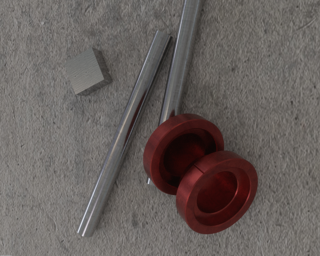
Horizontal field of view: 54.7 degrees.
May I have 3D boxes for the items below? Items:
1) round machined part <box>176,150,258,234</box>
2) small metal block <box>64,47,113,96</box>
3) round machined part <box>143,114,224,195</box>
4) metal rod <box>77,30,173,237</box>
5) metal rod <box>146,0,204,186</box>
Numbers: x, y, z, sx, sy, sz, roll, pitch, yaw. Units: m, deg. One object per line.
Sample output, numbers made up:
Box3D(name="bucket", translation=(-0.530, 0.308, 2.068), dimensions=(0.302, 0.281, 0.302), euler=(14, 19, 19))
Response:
Box3D(name="round machined part", translation=(0.061, 0.070, 0.359), dimensions=(0.042, 0.099, 0.098), euler=(40, 106, 55))
Box3D(name="small metal block", translation=(-0.103, -0.080, 0.445), dimensions=(0.050, 0.025, 0.050), euler=(-24, 82, 18))
Box3D(name="round machined part", translation=(0.025, 0.028, 0.372), dimensions=(0.042, 0.099, 0.098), euler=(40, 106, 55))
Box3D(name="metal rod", translation=(-0.051, 0.014, 0.426), dimensions=(0.025, 0.025, 0.298), euler=(25, 98, 18))
Box3D(name="metal rod", translation=(0.024, -0.072, 0.400), dimensions=(0.025, 0.025, 0.298), euler=(13, 94, 19))
